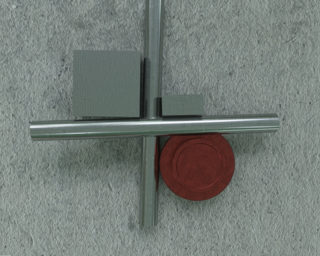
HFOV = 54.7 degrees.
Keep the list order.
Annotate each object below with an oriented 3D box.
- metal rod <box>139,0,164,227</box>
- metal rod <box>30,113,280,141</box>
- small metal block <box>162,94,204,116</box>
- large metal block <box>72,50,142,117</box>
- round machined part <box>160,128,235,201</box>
[{"bbox_3d":[-0.011,-0.022,0.411,0.025,0.025,0.298,2,90,-1],"label":"metal rod"},{"bbox_3d":[-0.002,-0.001,0.386,0.302,0.025,0.025,-2,90,-5],"label":"metal rod"},{"bbox_3d":[0.028,-0.028,0.399,0.050,0.050,0.025,-1,90,-1],"label":"small metal block"},{"bbox_3d":[-0.064,-0.054,0.397,0.081,0.050,0.079,1,90,-1],"label":"large metal block"},{"bbox_3d":[0.049,0.047,0.402,0.099,0.042,0.097,0,90,-1],"label":"round machined part"}]
